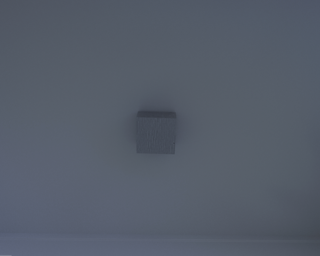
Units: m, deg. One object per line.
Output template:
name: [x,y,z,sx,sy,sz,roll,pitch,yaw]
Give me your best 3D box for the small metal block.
small metal block: [-0.005,0.006,0.409,0.050,0.025,0.050,2,110,-1]
